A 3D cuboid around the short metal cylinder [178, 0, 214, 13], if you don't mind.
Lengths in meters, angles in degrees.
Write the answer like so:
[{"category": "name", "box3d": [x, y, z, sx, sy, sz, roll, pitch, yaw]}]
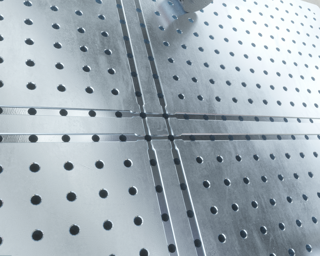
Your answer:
[{"category": "short metal cylinder", "box3d": [0.065, -0.260, 0.566, 0.081, 0.080, 0.050, -18, 71, -35]}]
